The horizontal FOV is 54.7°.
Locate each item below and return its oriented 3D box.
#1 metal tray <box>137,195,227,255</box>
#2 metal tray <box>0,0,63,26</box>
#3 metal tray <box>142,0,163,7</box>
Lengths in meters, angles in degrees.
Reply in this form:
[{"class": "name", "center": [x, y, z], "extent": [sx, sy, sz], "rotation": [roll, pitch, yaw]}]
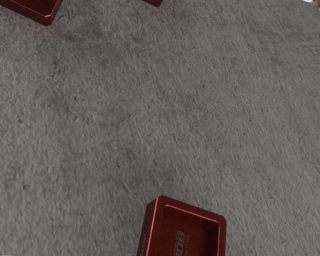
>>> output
[{"class": "metal tray", "center": [0.021, 0.146, 0.323], "extent": [0.091, 0.030, 0.130], "rotation": [23, 53, -15]}, {"class": "metal tray", "center": [-0.165, -0.214, 0.412], "extent": [0.090, 0.030, 0.130], "rotation": [23, 76, -15]}, {"class": "metal tray", "center": [-0.029, -0.286, 0.561], "extent": [0.091, 0.030, 0.130], "rotation": [20, 54, -17]}]
